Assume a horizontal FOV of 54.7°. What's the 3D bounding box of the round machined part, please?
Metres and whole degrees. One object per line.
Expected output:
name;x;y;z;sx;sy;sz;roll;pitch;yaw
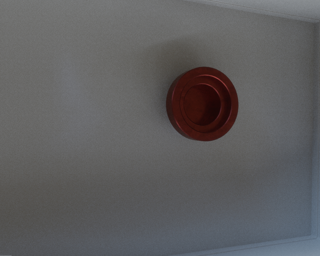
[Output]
round machined part;0.054;-0.031;0.423;0.099;0.042;0.097;0;90;-21
